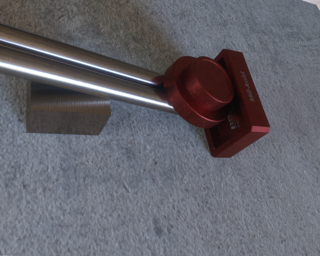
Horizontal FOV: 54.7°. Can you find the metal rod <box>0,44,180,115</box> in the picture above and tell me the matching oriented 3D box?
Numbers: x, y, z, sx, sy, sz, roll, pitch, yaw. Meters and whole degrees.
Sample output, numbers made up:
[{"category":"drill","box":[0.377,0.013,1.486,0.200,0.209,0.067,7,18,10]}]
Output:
[{"category":"metal rod","box":[-0.036,-0.041,0.354,0.302,0.025,0.025,11,56,-38]}]

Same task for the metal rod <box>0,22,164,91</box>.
[{"category":"metal rod","box":[-0.040,-0.065,0.366,0.302,0.025,0.025,10,57,-38]}]

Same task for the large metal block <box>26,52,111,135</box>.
[{"category":"large metal block","box":[-0.106,-0.040,0.352,0.081,0.050,0.080,3,60,-27]}]

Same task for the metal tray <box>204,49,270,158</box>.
[{"category":"metal tray","box":[0.094,-0.033,0.436,0.030,0.090,0.130,4,60,-27]}]

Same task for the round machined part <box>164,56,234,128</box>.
[{"category":"round machined part","box":[0.056,-0.052,0.396,0.099,0.042,0.098,21,52,-29]}]
